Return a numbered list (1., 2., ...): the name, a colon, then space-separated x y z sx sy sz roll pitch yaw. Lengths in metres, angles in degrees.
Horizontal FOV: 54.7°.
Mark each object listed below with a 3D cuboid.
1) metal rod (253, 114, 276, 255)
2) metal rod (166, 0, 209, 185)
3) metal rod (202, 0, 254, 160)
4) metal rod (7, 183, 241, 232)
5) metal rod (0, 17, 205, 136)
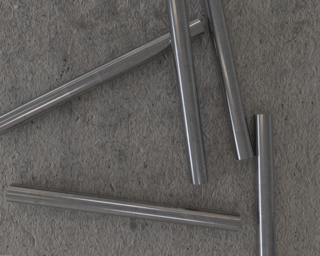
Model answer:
1. metal rod: 0.140 0.131 0.410 0.025 0.025 0.298 -1 90 0
2. metal rod: 0.031 -0.075 0.390 0.025 0.025 0.298 -8 98 0
3. metal rod: 0.082 -0.107 0.410 0.025 0.025 0.298 -12 90 0
4. metal rod: -0.046 0.105 0.409 0.302 0.025 0.025 8 90 0
5. metal rod: -0.082 -0.068 0.409 0.301 0.025 0.025 -27 90 0
